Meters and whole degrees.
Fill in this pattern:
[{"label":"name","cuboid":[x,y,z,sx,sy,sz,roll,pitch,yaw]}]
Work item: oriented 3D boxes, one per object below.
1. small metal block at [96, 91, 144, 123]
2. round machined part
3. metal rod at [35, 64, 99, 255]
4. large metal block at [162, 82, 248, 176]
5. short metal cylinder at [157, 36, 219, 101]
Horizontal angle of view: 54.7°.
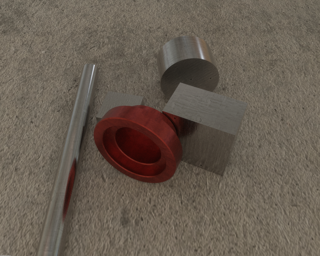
[{"label":"small metal block","cuboid":[-0.052,-0.020,0.420,0.050,0.025,0.050,10,51,7]},{"label":"round machined part","cuboid":[-0.020,0.013,0.345,0.098,0.097,0.042,19,48,15]},{"label":"metal rod","cuboid":[-0.107,0.026,0.380,0.025,0.025,0.300,0,50,0]},{"label":"large metal block","cuboid":[0.049,0.003,0.366,0.080,0.080,0.050,19,53,15]},{"label":"short metal cylinder","cuboid":[0.038,-0.082,0.437,0.081,0.080,0.050,-4,50,-4]}]
